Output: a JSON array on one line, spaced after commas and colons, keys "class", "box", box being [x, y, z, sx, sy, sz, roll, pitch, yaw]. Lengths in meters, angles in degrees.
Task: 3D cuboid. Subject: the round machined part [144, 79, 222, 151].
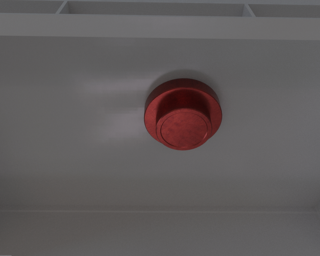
[{"class": "round machined part", "box": [0.029, -0.010, 0.390, 0.099, 0.042, 0.097, 0, 130, 0]}]
